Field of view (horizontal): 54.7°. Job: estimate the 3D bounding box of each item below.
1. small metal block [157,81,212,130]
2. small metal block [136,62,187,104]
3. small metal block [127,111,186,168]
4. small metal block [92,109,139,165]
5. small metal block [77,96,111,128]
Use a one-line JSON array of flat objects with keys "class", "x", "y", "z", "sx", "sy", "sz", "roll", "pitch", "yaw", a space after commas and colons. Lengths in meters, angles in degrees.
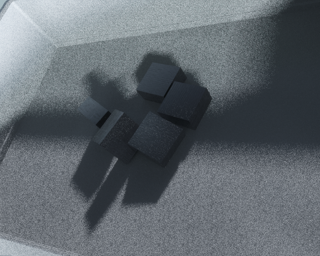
[{"class": "small metal block", "x": 0.033, "y": -0.030, "z": 0.407, "sx": 0.050, "sy": 0.025, "sz": 0.050, "roll": 18, "pitch": 71, "yaw": 35}, {"class": "small metal block", "x": 0.002, "y": -0.063, "z": 0.444, "sx": 0.050, "sy": 0.025, "sz": 0.050, "roll": 18, "pitch": 71, "yaw": 35}, {"class": "small metal block", "x": -0.004, "y": 0.015, "z": 0.390, "sx": 0.050, "sy": 0.025, "sz": 0.050, "roll": 29, "pitch": 77, "yaw": 20}, {"class": "small metal block", "x": -0.051, "y": 0.012, "z": 0.406, "sx": 0.050, "sy": 0.050, "sz": 0.025, "roll": -55, "pitch": 35, "yaw": -10}, {"class": "small metal block", "x": -0.082, "y": -0.013, "z": 0.441, "sx": 0.050, "sy": 0.050, "sz": 0.025, "roll": 35, "pitch": 81, "yaw": 38}]
